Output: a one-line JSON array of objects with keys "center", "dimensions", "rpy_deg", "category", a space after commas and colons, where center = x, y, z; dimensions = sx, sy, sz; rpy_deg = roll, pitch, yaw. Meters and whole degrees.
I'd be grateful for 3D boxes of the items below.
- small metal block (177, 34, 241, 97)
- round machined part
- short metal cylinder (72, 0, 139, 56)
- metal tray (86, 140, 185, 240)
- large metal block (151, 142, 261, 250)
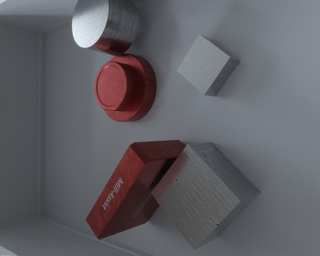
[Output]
[{"center": [0.055, -0.072, 0.360], "dimensions": [0.050, 0.025, 0.050], "rpy_deg": [47, 118, 29], "category": "small metal block"}, {"center": [-0.056, -0.058, 0.439], "dimensions": [0.098, 0.042, 0.097], "rpy_deg": [0, 90, 39], "category": "round machined part"}, {"center": [-0.074, -0.143, 0.418], "dimensions": [0.080, 0.050, 0.080], "rpy_deg": [-3, 85, 42], "category": "short metal cylinder"}, {"center": [-0.024, 0.074, 0.382], "dimensions": [0.030, 0.091, 0.129], "rpy_deg": [46, 117, 30], "category": "metal tray"}, {"center": [0.049, 0.073, 0.349], "dimensions": [0.080, 0.050, 0.080], "rpy_deg": [48, 118, 29], "category": "large metal block"}]
